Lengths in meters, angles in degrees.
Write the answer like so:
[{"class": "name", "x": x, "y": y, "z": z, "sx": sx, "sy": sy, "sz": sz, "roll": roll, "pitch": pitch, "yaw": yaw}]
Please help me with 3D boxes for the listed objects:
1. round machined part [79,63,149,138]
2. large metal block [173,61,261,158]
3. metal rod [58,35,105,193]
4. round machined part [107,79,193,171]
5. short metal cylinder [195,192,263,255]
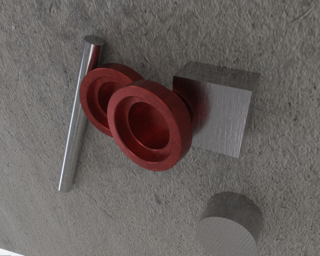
[{"class": "round machined part", "x": -0.051, "y": -0.037, "z": 0.399, "sx": 0.098, "sy": 0.042, "sz": 0.097, "roll": 13, "pitch": 124, "yaw": 20}, {"class": "large metal block", "x": 0.060, "y": -0.023, "z": 0.345, "sx": 0.080, "sy": 0.050, "sz": 0.079, "roll": 15, "pitch": 125, "yaw": 19}, {"class": "metal rod", "x": -0.127, "y": 0.000, "z": 0.473, "sx": 0.025, "sy": 0.025, "sz": 0.298, "roll": 30, "pitch": 128, "yaw": 9}, {"class": "round machined part", "x": -0.007, "y": -0.006, "z": 0.334, "sx": 0.098, "sy": 0.042, "sz": 0.097, "roll": 20, "pitch": 127, "yaw": 30}, {"class": "short metal cylinder", "x": 0.095, "y": 0.135, "z": 0.424, "sx": 0.080, "sy": 0.050, "sz": 0.079, "roll": 13, "pitch": 124, "yaw": 21}]
